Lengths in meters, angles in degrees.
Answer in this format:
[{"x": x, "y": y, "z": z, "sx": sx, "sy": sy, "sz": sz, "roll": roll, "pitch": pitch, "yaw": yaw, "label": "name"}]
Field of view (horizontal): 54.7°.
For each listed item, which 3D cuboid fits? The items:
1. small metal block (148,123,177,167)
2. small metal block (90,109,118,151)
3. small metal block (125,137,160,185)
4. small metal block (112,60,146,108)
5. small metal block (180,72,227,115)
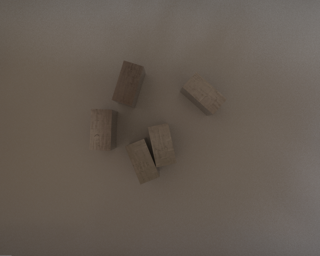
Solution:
[{"x": 0.003, "y": 0.021, "z": 0.399, "sx": 0.025, "sy": 0.050, "sz": 0.050, "roll": -12, "pitch": 90, "yaw": 0, "label": "small metal block"}, {"x": -0.071, "y": 0.002, "z": 0.398, "sx": 0.025, "sy": 0.050, "sz": 0.050, "roll": 2, "pitch": 90, "yaw": 0, "label": "small metal block"}, {"x": -0.021, "y": 0.040, "z": 0.399, "sx": 0.025, "sy": 0.050, "sz": 0.050, "roll": -22, "pitch": 90, "yaw": 0, "label": "small metal block"}, {"x": -0.039, "y": -0.054, "z": 0.398, "sx": 0.025, "sy": 0.050, "sz": 0.050, "roll": 17, "pitch": 90, "yaw": 0, "label": "small metal block"}, {"x": 0.054, "y": -0.042, "z": 0.399, "sx": 0.050, "sy": 0.050, "sz": 0.025, "roll": 42, "pitch": 90, "yaw": 0, "label": "small metal block"}]
